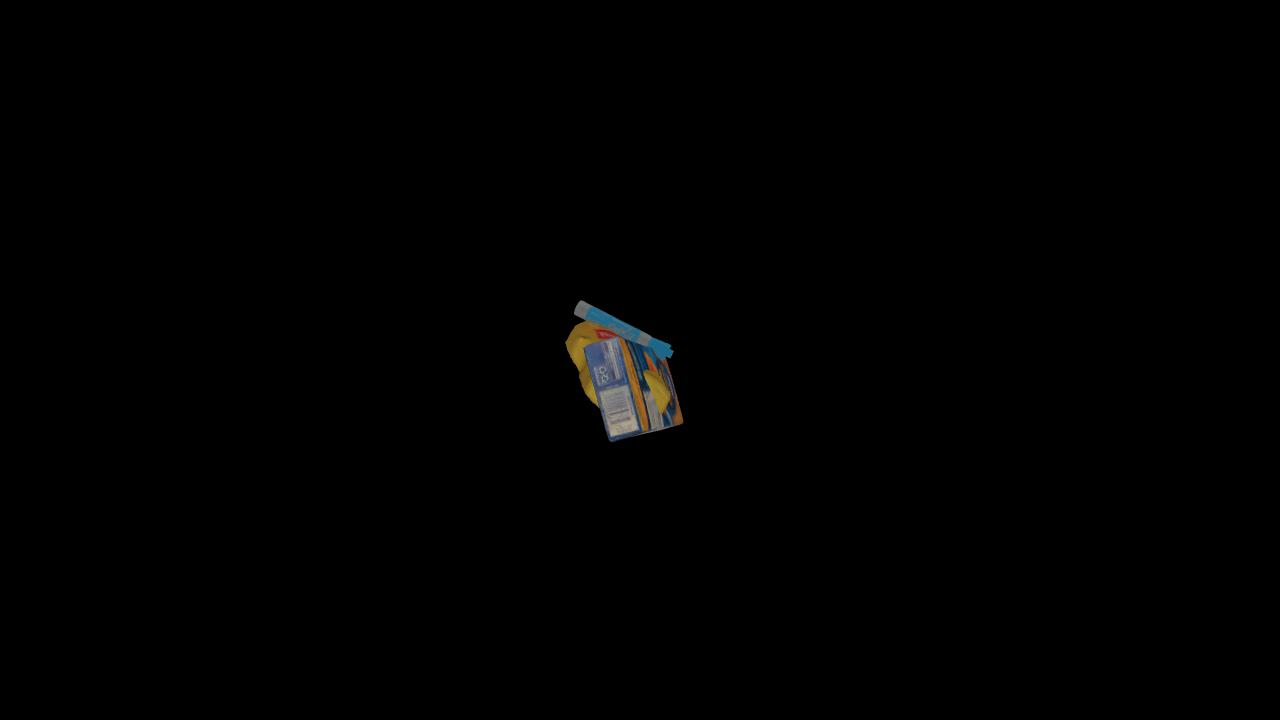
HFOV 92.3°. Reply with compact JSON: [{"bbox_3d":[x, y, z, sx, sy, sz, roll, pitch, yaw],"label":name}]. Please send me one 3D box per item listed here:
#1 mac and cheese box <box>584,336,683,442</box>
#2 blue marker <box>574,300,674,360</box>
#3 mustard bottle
[{"bbox_3d":[0.000,0.031,0.640,0.041,0.093,0.184,-19,-7,14],"label":"mac and cheese box"},{"bbox_3d":[-0.018,-0.033,0.692,0.121,0.020,0.020,27,4,7],"label":"blue marker"},{"bbox_3d":[-0.036,-0.003,0.674,0.092,0.054,0.184,14,20,-24],"label":"mustard bottle"}]
